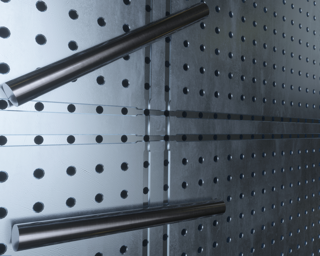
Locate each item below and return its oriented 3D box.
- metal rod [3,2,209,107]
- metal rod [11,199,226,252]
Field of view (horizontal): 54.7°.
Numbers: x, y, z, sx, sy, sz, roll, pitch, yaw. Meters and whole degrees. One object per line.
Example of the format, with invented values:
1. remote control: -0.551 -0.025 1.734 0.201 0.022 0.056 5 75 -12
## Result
1. metal rod: -0.039 -0.103 0.376 0.302 0.025 0.025 -35 112 -34
2. metal rod: -0.022 0.114 0.391 0.302 0.025 0.025 5 87 -40
